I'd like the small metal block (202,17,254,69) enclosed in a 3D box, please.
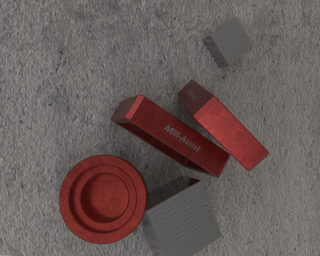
[{"bbox_3d":[0.097,-0.122,0.445,0.050,0.025,0.050,-38,103,-16],"label":"small metal block"}]

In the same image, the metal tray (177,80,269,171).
[{"bbox_3d":[0.070,-0.009,0.378,0.090,0.130,0.030,43,99,-15],"label":"metal tray"}]

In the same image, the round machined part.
[{"bbox_3d":[-0.063,0.081,0.364,0.099,0.042,0.097,0,81,3],"label":"round machined part"}]

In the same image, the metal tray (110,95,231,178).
[{"bbox_3d":[0.010,0.011,0.377,0.130,0.090,0.030,33,79,-17],"label":"metal tray"}]

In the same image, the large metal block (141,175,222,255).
[{"bbox_3d":[0.022,0.118,0.401,0.081,0.050,0.080,-24,98,-23],"label":"large metal block"}]
